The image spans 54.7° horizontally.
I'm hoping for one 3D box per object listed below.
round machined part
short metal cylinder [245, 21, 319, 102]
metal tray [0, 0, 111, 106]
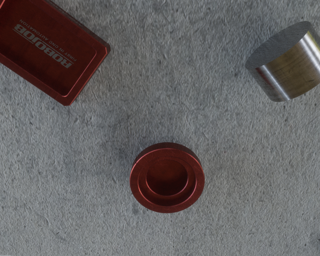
[{"bbox_3d":[0.009,0.064,0.424,0.099,0.042,0.097,0,110,0],"label":"round machined part"},{"bbox_3d":[0.146,-0.075,0.354,0.080,0.080,0.050,-39,106,13],"label":"short metal cylinder"},{"bbox_3d":[-0.138,-0.099,0.369,0.130,0.030,0.090,36,106,-13],"label":"metal tray"}]
